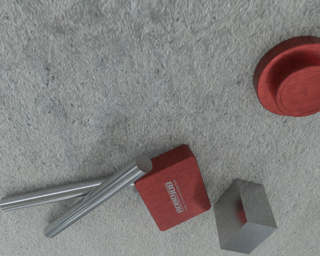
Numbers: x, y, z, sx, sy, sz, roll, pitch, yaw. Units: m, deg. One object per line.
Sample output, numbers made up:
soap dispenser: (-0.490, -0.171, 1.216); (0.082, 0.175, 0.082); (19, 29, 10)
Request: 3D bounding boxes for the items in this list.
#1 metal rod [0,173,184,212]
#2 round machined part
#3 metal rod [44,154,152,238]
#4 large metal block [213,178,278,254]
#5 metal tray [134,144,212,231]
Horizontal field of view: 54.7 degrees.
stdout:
metal rod: (-0.110, 0.092, 0.484); (0.301, 0.025, 0.025); (-13, 129, 10)
round machined part: (0.162, -0.051, 0.355); (0.099, 0.042, 0.097); (-1, 130, 0)
metal rod: (-0.110, 0.116, 0.472); (0.025, 0.025, 0.299); (30, 133, -24)
large metal block: (0.131, 0.140, 0.493); (0.050, 0.080, 0.079); (16, 128, -13)
metal tray: (0.020, 0.093, 0.465); (0.090, 0.030, 0.129); (-25, 129, -4)
